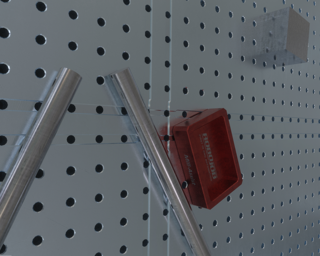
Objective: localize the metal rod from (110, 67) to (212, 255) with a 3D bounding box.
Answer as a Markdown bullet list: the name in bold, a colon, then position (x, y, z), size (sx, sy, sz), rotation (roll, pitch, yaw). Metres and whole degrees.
- **metal rod**: position (0.008, 0.062, 0.416), size (0.025, 0.025, 0.299), rotation (-37, 113, -34)

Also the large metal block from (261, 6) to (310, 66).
- **large metal block**: position (0.242, -0.172, 0.595), size (0.081, 0.050, 0.080), rotation (12, 82, -39)

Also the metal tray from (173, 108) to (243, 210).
- **metal tray**: position (0.075, 0.044, 0.469), size (0.091, 0.030, 0.129), rotation (-26, 107, -37)

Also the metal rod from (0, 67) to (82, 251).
- **metal rod**: position (-0.145, 0.077, 0.287), size (0.025, 0.025, 0.299), rotation (33, 70, -35)
